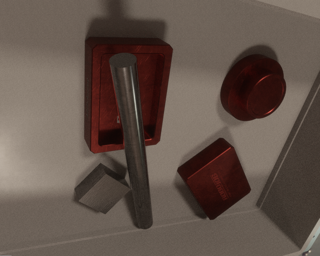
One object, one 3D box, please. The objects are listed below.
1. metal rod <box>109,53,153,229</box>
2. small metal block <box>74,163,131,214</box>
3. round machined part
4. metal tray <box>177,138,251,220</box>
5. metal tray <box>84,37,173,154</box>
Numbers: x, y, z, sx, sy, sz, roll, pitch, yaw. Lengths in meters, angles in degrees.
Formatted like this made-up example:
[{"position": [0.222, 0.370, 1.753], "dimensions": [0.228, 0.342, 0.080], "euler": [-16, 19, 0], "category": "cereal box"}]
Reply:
[{"position": [-0.029, 0.044, 0.385], "dimensions": [0.025, 0.025, 0.298], "euler": [-20, 138, -17], "category": "metal rod"}, {"position": [-0.077, 0.083, 0.419], "dimensions": [0.050, 0.025, 0.050], "euler": [-45, 130, 3], "category": "small metal block"}, {"position": [0.140, -0.052, 0.444], "dimensions": [0.099, 0.042, 0.097], "euler": [-14, 125, -21], "category": "round machined part"}, {"position": [0.094, 0.088, 0.513], "dimensions": [0.090, 0.030, 0.130], "euler": [-35, 129, -5], "category": "metal tray"}, {"position": [-0.039, -0.037, 0.362], "dimensions": [0.091, 0.030, 0.129], "euler": [-7, 122, -25], "category": "metal tray"}]
